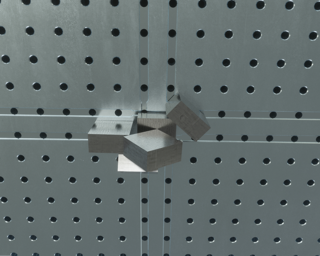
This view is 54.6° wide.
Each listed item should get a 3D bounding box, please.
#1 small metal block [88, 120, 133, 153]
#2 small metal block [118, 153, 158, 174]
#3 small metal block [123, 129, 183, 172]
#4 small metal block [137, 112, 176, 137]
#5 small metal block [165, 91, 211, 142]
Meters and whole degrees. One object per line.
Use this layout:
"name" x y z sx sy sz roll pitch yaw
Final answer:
"small metal block" -0.062 0.011 0.403 0.050 0.050 0.025 2 111 0
"small metal block" -0.028 0.047 0.415 0.050 0.050 0.025 1 79 0
"small metal block" -0.009 0.025 0.372 0.050 0.050 0.025 -13 115 -35
"small metal block" -0.005 0.007 0.416 0.050 0.025 0.050 1 110 -2
"small metal block" 0.034 -0.016 0.394 0.050 0.050 0.025 41 104 -14
